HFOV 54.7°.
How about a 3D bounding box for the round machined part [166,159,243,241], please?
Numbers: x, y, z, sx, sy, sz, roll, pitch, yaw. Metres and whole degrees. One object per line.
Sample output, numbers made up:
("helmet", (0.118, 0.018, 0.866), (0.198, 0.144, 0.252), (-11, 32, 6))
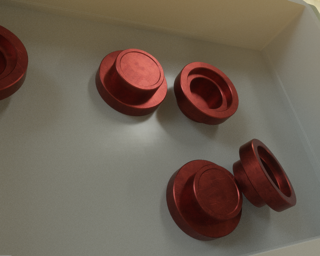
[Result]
("round machined part", (0.061, 0.083, 0.379), (0.099, 0.042, 0.098), (14, 56, -21))

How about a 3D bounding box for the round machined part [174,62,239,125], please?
("round machined part", (0.064, -0.046, 0.459), (0.099, 0.042, 0.098), (14, 56, -21))

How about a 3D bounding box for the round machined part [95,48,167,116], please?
("round machined part", (-0.034, -0.068, 0.420), (0.099, 0.042, 0.098), (14, 56, -21))

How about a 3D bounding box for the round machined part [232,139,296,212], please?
("round machined part", (0.134, 0.066, 0.413), (0.098, 0.042, 0.098), (39, 30, -28))

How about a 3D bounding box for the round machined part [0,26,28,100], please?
("round machined part", (-0.196, -0.066, 0.330), (0.099, 0.042, 0.098), (14, 56, -21))
